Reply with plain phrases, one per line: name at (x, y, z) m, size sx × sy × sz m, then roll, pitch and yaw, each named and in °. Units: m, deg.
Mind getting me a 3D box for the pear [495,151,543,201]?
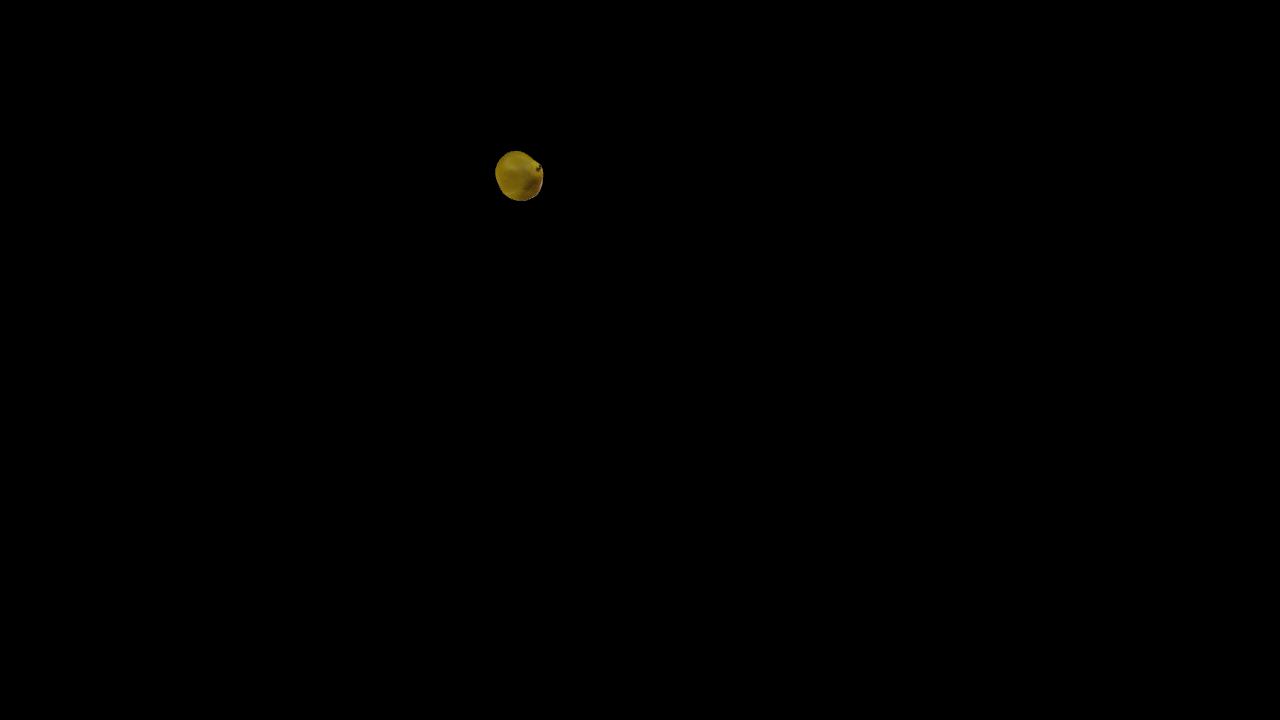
pear at (-0.182, -0.299, 0.998) m, size 0.111 × 0.080 × 0.080 m, roll 15°, pitch 10°, yaw 42°
